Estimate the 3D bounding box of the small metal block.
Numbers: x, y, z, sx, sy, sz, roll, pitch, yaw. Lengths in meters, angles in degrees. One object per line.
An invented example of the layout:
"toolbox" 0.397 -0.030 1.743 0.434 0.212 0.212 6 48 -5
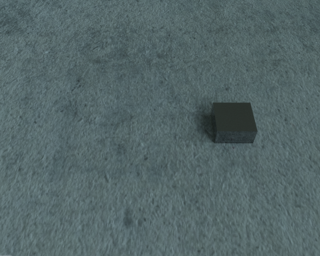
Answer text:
"small metal block" 0.096 -0.007 0.410 0.050 0.025 0.050 0 50 0
